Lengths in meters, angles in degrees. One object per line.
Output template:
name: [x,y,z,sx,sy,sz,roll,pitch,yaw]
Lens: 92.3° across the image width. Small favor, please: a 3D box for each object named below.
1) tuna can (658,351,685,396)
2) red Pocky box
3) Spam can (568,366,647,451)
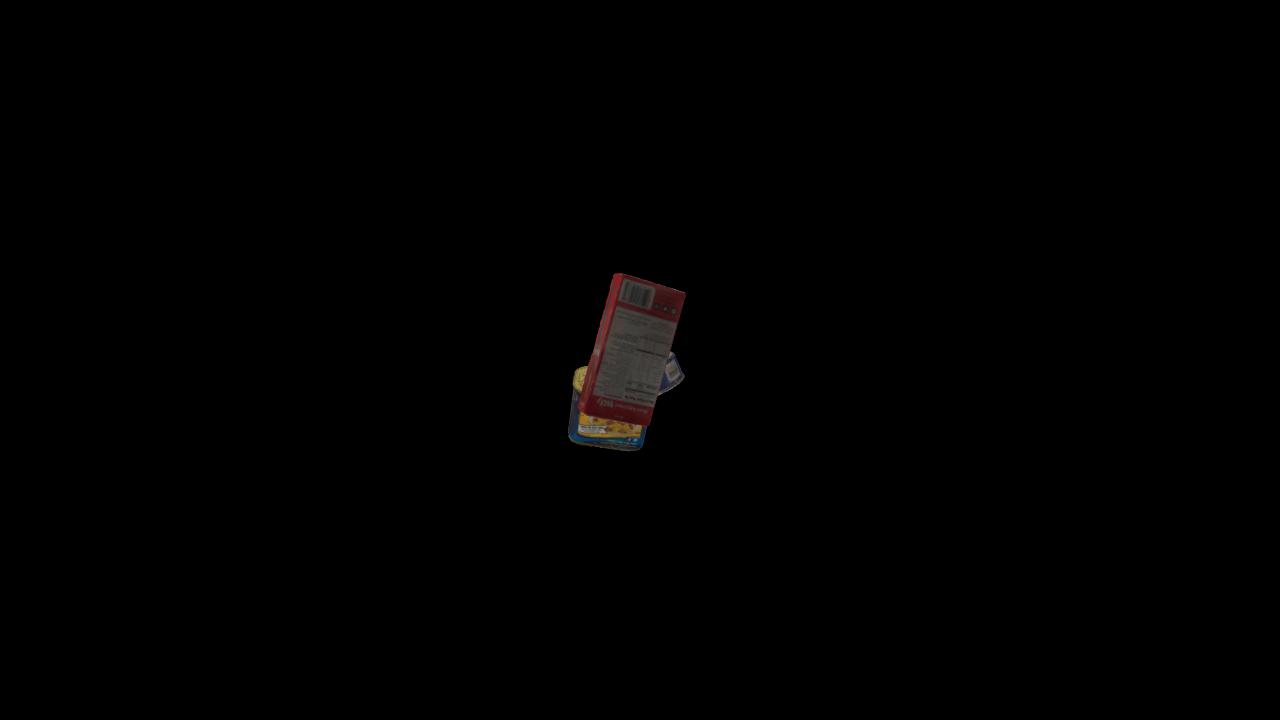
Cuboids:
tuna can: [0.009,0.021,0.740,0.084,0.034,0.084,-23,10,4]
red Pocky box: [-0.009,-0.010,0.667,0.083,0.155,0.028,14,4,-28]
Spam can: [-0.036,0.062,0.766,0.101,0.085,0.058,9,31,-2]
